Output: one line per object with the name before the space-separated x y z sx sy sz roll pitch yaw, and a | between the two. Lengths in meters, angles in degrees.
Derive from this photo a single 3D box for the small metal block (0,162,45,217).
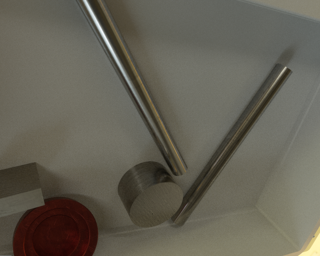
small metal block | -0.161 0.068 0.347 0.050 0.050 0.025 -12 124 -22

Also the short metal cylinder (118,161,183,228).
short metal cylinder | -0.014 0.095 0.445 0.081 0.050 0.079 -14 125 -21

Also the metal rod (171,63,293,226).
metal rod | 0.107 0.034 0.490 0.025 0.025 0.299 23 106 -37

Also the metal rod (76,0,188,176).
metal rod | -0.024 -0.041 0.370 0.025 0.025 0.299 -33 129 -7

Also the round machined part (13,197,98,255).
round machined part | -0.132 0.137 0.392 0.099 0.042 0.097 2 86 -27
